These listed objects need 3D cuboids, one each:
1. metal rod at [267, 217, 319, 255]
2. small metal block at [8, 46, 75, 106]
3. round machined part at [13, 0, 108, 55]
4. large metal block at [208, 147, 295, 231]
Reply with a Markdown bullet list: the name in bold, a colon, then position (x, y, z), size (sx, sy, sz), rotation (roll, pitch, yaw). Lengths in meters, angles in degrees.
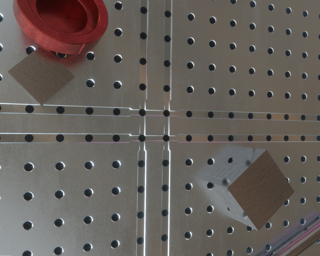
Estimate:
- **metal rod**: position (0.155, 0.219, 0.472), size (0.302, 0.025, 0.025), rotation (-26, 99, -19)
- **small metal block**: position (-0.137, -0.061, 0.362), size (0.050, 0.025, 0.050), rotation (-45, 105, -15)
- **round machined part**: position (-0.112, -0.125, 0.350), size (0.099, 0.042, 0.098), rotation (14, 63, -28)
- **large metal block**: position (0.133, 0.085, 0.450), size (0.080, 0.050, 0.080), rotation (-40, 103, -16)
